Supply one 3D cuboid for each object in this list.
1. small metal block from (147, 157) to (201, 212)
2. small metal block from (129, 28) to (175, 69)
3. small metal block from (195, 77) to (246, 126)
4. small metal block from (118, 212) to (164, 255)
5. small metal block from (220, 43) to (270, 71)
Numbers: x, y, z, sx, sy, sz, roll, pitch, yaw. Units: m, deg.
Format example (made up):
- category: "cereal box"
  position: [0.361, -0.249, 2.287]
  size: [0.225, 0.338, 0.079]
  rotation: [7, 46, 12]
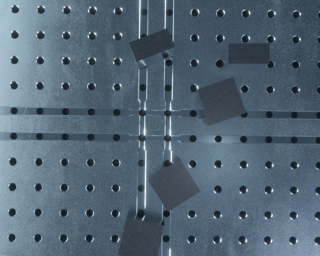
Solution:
- category: "small metal block"
  position: [0.018, 0.074, 0.414]
  size: [0.050, 0.025, 0.050]
  rotation: [-32, 90, -1]
- category: "small metal block"
  position: [-0.010, -0.101, 0.401]
  size: [0.050, 0.050, 0.025]
  rotation: [-21, 90, 0]
- category: "small metal block"
  position: [0.080, -0.035, 0.414]
  size: [0.050, 0.025, 0.050]
  rotation: [-20, 90, -1]
- category: "small metal block"
  position: [-0.024, 0.145, 0.413]
  size: [0.050, 0.025, 0.050]
  rotation: [13, 90, -1]
- category: "small metal block"
  position: [0.109, -0.091, 0.402]
  size: [0.050, 0.050, 0.025]
  rotation: [0, 90, -1]
